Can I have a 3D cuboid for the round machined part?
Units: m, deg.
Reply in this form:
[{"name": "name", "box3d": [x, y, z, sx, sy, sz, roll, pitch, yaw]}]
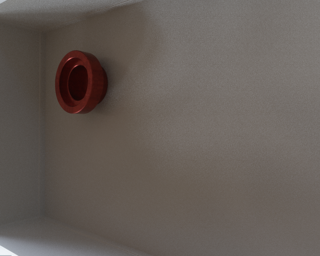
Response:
[{"name": "round machined part", "box3d": [-0.121, -0.071, 0.493, 0.098, 0.042, 0.097, 0, 90, 39]}]
